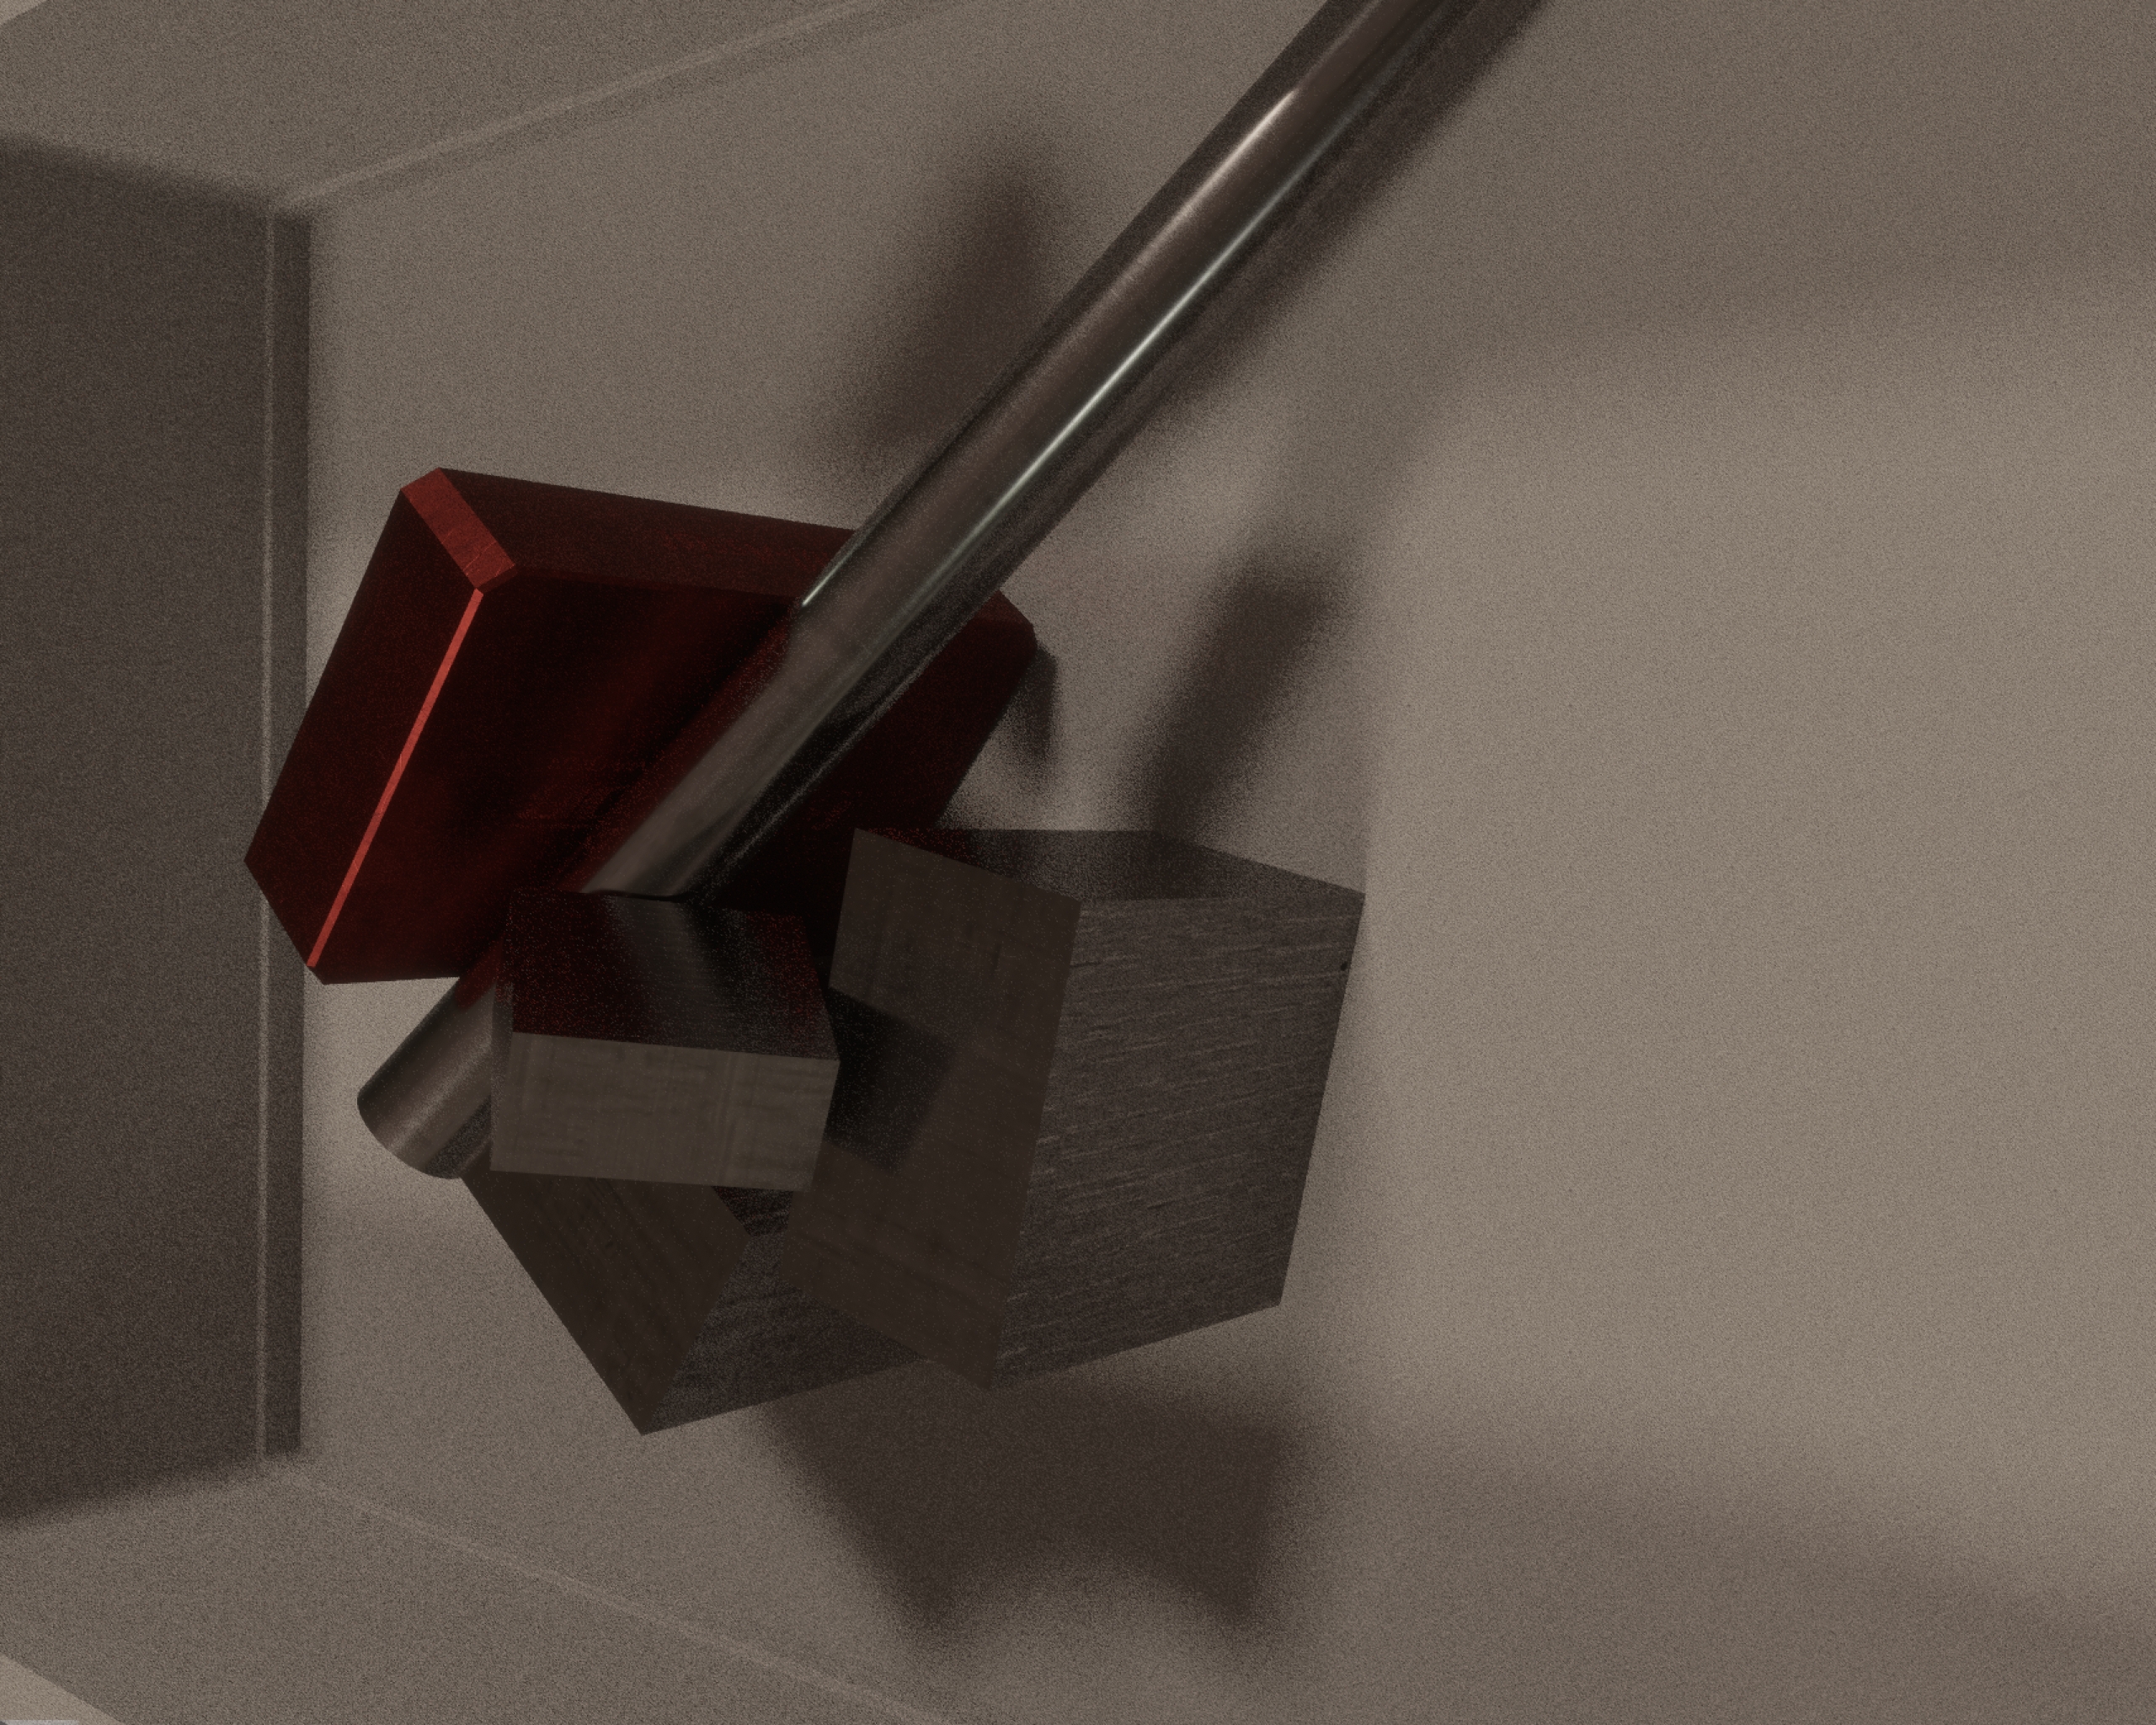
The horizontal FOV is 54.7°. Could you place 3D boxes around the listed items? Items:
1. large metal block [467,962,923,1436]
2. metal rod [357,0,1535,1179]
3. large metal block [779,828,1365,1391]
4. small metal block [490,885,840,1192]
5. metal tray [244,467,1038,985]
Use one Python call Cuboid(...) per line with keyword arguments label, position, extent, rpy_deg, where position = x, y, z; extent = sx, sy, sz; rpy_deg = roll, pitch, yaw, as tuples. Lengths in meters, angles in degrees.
Cuboid(label="large metal block", position=(-0.068, 0.061, 0.425), extent=(0.080, 0.081, 0.050), rpy_deg=(44, 116, 31))
Cuboid(label="metal rod", position=(-0.022, -0.057, 0.363), extent=(0.299, 0.025, 0.025), rpy_deg=(-47, 61, 10))
Cuboid(label="large metal block", position=(0.000, 0.039, 0.368), extent=(0.050, 0.081, 0.079), rpy_deg=(17, 101, 38))
Cuboid(label="small metal block", position=(-0.070, 0.029, 0.348), extent=(0.050, 0.050, 0.025), rpy_deg=(-119, 40, -60))
Cuboid(label="metal tray", position=(-0.079, -0.022, 0.399), extent=(0.030, 0.131, 0.089), rpy_deg=(48, 120, 30))
